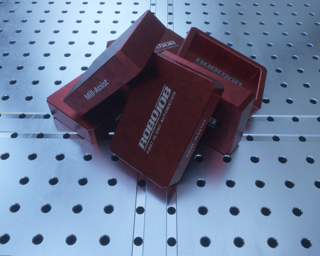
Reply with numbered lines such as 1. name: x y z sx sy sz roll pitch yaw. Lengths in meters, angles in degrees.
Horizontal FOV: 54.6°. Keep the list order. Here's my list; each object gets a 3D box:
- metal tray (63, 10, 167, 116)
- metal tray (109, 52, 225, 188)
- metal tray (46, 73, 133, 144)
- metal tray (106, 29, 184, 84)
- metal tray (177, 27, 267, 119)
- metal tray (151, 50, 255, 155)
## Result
1. metal tray: -0.056 -0.075 0.372 0.030 0.130 0.090 42 49 -21
2. metal tray: 0.004 -0.010 0.354 0.090 0.129 0.030 31 18 24
3. metal tray: -0.080 -0.047 0.443 0.090 0.030 0.131 32 57 23
4. metal tray: -0.005 -0.109 0.472 0.131 0.030 0.090 -27 57 -38
5. metal tray: 0.084 -0.079 0.440 0.130 0.030 0.090 28 52 -6
6. metal tray: 0.045 -0.032 0.391 0.130 0.090 0.030 31 57 23
